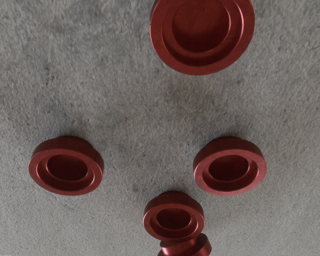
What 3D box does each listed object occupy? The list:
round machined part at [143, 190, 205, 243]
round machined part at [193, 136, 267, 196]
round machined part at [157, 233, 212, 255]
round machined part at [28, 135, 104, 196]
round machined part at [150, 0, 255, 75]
[{"bbox_3d":[0.023,0.142,0.512,0.099,0.042,0.097,1,124,2],"label":"round machined part"},{"bbox_3d":[0.096,0.050,0.440,0.099,0.042,0.097,-1,130,0],"label":"round machined part"},{"bbox_3d":[0.039,0.213,0.554,0.098,0.098,0.042,-23,91,18],"label":"round machined part"},{"bbox_3d":[-0.128,0.049,0.436,0.099,0.042,0.097,-1,130,0],"label":"round machined part"},{"bbox_3d":[0.039,-0.105,0.307,0.099,0.042,0.097,-1,130,0],"label":"round machined part"}]
